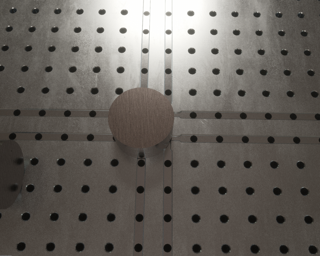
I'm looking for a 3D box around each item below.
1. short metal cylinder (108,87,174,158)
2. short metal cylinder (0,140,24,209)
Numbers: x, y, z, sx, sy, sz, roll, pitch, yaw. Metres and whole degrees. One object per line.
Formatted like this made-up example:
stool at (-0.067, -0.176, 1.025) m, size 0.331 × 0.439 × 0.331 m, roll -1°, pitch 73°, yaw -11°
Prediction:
short metal cylinder at (-0.023, -0.005, 0.400) m, size 0.081 × 0.050 × 0.080 m, roll 0°, pitch 70°, yaw 0°
short metal cylinder at (-0.201, 0.053, 0.361) m, size 0.050 × 0.080 × 0.080 m, roll 2°, pitch 70°, yaw 0°
